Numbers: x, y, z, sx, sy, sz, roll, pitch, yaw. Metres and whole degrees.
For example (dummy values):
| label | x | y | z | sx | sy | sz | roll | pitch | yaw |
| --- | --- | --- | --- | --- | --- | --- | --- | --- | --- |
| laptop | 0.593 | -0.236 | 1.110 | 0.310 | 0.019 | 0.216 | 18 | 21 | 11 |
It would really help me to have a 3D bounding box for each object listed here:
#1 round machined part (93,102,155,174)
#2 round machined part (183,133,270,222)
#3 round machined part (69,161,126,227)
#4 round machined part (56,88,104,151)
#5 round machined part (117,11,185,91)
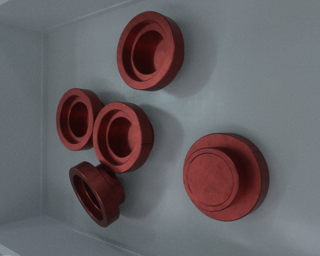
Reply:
| label | x | y | z | sx | sy | sz | roll | pitch | yaw |
| --- | --- | --- | --- | --- | --- | --- | --- | --- | --- |
| round machined part | -0.047 | 0.013 | 0.435 | 0.098 | 0.042 | 0.097 | 0 | 90 | 40 |
| round machined part | 0.065 | 0.054 | 0.342 | 0.098 | 0.042 | 0.097 | 0 | 90 | 40 |
| round machined part | -0.088 | 0.091 | 0.451 | 0.098 | 0.042 | 0.097 | 33 | 139 | 36 |
| round machined part | -0.121 | -0.013 | 0.496 | 0.098 | 0.042 | 0.097 | 0 | 90 | 40 |
| round machined part | -0.008 | -0.096 | 0.402 | 0.098 | 0.042 | 0.097 | 0 | 90 | 40 |
